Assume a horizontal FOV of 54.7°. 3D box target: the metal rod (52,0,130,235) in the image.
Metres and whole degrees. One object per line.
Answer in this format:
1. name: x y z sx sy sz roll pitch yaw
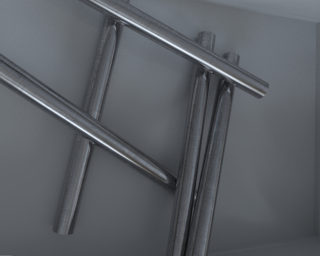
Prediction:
1. metal rod: -0.082 -0.023 0.379 0.025 0.025 0.299 14 85 -20

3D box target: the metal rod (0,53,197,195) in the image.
1. metal rod: -0.059 0.016 0.365 0.301 0.025 0.025 37 78 -25

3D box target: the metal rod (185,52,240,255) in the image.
1. metal rod: 0.070 0.034 0.399 0.025 0.025 0.299 21 69 -19

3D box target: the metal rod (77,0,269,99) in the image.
1. metal rod: 0.008 -0.112 0.382 0.302 0.025 0.025 25 82 -16

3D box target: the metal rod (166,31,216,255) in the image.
1. metal rod: 0.042 0.015 0.402 0.025 0.025 0.299 14 77 -20
